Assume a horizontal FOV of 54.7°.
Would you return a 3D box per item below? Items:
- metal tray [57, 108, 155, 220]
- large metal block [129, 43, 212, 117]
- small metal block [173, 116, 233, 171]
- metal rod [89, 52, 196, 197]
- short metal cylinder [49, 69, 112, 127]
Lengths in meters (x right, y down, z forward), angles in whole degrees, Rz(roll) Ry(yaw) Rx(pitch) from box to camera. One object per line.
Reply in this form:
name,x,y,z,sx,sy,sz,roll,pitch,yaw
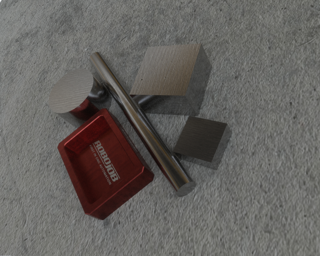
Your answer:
metal tray,-0.077,0.043,0.414,0.090,0.030,0.130,-39,51,1
large metal block,0.017,-0.064,0.419,0.080,0.050,0.080,5,64,30
small metal block,0.051,0.017,0.368,0.050,0.025,0.050,14,69,33
metal rod,-0.040,-0.025,0.440,0.025,0.025,0.300,-38,51,2
short metal cylinder,-0.122,-0.045,0.479,0.080,0.050,0.080,-13,56,20
